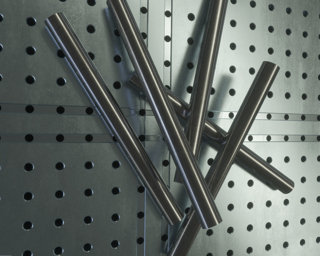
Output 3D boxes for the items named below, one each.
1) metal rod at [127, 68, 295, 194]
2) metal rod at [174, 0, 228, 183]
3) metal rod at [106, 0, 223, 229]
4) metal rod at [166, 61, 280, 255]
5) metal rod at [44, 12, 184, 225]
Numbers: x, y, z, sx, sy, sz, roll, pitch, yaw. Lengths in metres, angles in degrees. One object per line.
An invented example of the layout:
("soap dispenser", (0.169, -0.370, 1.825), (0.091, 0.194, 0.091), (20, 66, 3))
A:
("metal rod", (0.083, 0.012, 0.444), (0.301, 0.025, 0.025), (34, 79, -17))
("metal rod", (0.060, -0.074, 0.416), (0.025, 0.025, 0.299), (17, 77, -20))
("metal rod", (0.002, -0.026, 0.373), (0.025, 0.025, 0.299), (-20, 82, -19))
("metal rod", (0.086, 0.048, 0.423), (0.025, 0.025, 0.299), (27, 90, -19))
("metal rod", (-0.052, -0.003, 0.394), (0.025, 0.025, 0.299), (-33, 101, -17))
